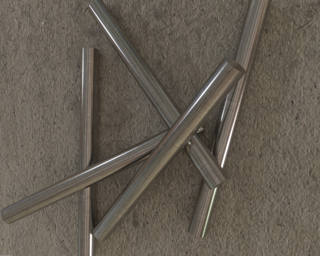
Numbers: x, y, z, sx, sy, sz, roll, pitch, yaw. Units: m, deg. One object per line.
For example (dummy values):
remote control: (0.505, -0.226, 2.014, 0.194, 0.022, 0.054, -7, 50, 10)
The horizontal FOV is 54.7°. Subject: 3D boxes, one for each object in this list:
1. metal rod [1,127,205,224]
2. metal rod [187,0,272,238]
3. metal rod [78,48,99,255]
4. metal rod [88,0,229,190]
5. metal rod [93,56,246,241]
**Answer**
metal rod: (-0.082, 0.059, 0.415, 0.301, 0.025, 0.025, -26, 82, 9)
metal rod: (0.084, -0.011, 0.379, 0.025, 0.025, 0.298, 16, 95, 19)
metal rod: (-0.103, 0.037, 0.445, 0.025, 0.025, 0.298, 1, 90, 20)
metal rod: (-0.012, -0.055, 0.393, 0.025, 0.025, 0.299, -39, 70, 16)
metal rod: (-0.006, 0.044, 0.366, 0.025, 0.025, 0.298, 45, 121, 14)
